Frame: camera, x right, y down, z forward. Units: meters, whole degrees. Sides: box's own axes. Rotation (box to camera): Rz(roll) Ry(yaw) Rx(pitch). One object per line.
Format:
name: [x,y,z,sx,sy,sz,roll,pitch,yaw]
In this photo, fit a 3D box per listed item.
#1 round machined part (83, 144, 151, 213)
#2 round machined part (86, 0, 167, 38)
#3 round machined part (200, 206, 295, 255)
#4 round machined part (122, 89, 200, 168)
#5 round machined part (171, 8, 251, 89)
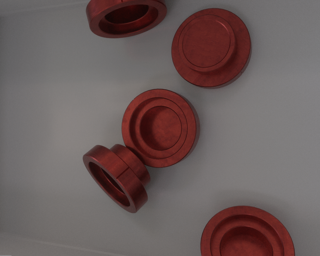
round machined part: [-0.051,0.059,0.400,0.098,0.098,0.042,40,62,15]
round machined part: [-0.044,-0.153,0.387,0.098,0.098,0.042,-16,85,19]
round machined part: [0.097,0.142,0.349,0.098,0.042,0.098,-7,46,7]
round machined part: [0.004,0.000,0.400,0.098,0.042,0.097,0,90,20]
round machined part: [0.060,-0.099,0.380,0.098,0.042,0.097,0,90,20]
